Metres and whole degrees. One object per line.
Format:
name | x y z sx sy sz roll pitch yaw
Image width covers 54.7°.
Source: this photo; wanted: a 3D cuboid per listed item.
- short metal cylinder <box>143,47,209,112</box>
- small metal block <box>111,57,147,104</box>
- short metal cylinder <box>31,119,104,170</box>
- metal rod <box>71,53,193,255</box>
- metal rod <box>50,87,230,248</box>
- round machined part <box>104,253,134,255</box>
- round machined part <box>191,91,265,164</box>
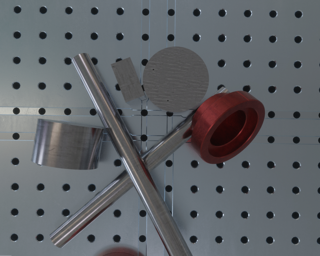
short metal cylinder | 0.020 -0.059 0.400 0.080 0.050 0.079 0 91 0
small metal block | -0.039 -0.059 0.400 0.025 0.050 0.050 -21 90 0
short metal cylinder | -0.114 0.019 0.385 0.080 0.080 0.050 9 90 0
metal rod | -0.037 0.038 0.389 0.025 0.025 0.299 -28 81 0
metal rod | -0.023 0.052 0.413 0.300 0.025 0.025 -40 90 0
round machined part | -0.057 0.220 0.404 0.099 0.042 0.097 0 90 0
round machined part | 0.079 -0.005 0.387 0.098 0.098 0.042 -41 51 0
